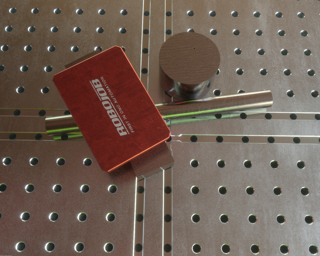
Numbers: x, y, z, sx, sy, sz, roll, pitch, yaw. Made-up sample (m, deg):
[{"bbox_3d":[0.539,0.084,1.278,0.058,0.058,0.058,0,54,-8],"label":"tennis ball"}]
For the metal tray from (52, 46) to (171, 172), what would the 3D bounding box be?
[{"bbox_3d":[-0.058,-0.023,0.376,0.090,0.030,0.130,-29,84,-10],"label":"metal tray"}]

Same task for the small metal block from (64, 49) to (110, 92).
[{"bbox_3d":[-0.096,-0.074,0.424,0.050,0.050,0.025,-30,73,-11],"label":"small metal block"}]

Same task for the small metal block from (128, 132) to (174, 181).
[{"bbox_3d":[-0.015,0.033,0.398,0.050,0.025,0.050,-22,72,-8],"label":"small metal block"}]

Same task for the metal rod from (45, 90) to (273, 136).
[{"bbox_3d":[0.001,-0.022,0.420,0.302,0.025,0.025,-7,70,-3],"label":"metal rod"}]

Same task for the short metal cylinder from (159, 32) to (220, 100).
[{"bbox_3d":[0.039,-0.084,0.429,0.081,0.050,0.080,0,70,0],"label":"short metal cylinder"}]
